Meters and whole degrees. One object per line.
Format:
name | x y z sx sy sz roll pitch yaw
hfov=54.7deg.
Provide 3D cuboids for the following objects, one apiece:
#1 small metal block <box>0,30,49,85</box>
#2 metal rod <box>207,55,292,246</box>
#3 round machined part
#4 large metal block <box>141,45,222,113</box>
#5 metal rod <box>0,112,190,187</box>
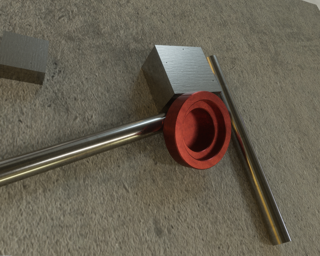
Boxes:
small metal block | -0.162 -0.083 0.368 0.050 0.025 0.050 8 58 -24
metal rod | 0.122 0.017 0.460 0.025 0.025 0.299 -1 62 -29
round machined part | 0.043 0.002 0.399 0.099 0.042 0.097 -2 93 -37
large metal block | 0.030 -0.071 0.449 0.081 0.050 0.080 -7 65 -32
metal rod | -0.074 0.018 0.353 0.302 0.025 0.025 -18 72 -35
